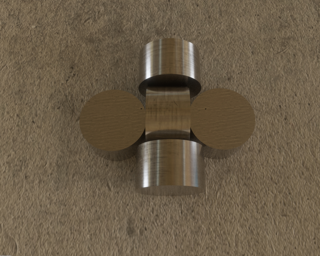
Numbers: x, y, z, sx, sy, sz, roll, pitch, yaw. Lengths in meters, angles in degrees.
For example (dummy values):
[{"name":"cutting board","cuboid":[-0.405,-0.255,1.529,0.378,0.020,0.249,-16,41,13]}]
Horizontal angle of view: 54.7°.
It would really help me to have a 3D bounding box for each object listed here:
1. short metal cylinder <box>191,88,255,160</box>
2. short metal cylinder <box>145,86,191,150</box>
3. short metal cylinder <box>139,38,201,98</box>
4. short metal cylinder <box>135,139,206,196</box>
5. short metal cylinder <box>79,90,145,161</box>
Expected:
[{"name":"short metal cylinder","cuboid":[0.075,-0.004,0.397,0.080,0.050,0.080,0,70,0]},{"name":"short metal cylinder","cuboid":[0.009,-0.012,0.385,0.050,0.080,0.080,0,70,0]},{"name":"short metal cylinder","cuboid":[0.013,-0.073,0.407,0.081,0.080,0.050,0,70,0]},{"name":"short metal cylinder","cuboid":[0.012,0.049,0.363,0.081,0.080,0.050,0,70,0]},{"name":"short metal cylinder","cuboid":[-0.057,-0.002,0.396,0.081,0.050,0.080,0,70,-1]}]
